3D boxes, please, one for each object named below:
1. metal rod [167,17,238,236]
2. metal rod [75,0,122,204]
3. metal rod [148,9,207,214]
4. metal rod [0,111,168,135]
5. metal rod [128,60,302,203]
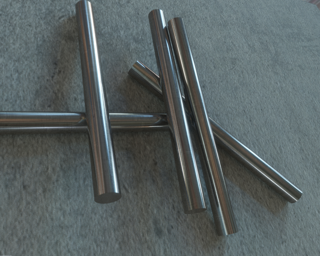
[{"bbox_3d":[0.052,-0.014,0.413,0.025,0.025,0.299,-3,72,-30],"label":"metal rod"},{"bbox_3d":[-0.079,-0.055,0.370,0.025,0.025,0.299,5,52,-26],"label":"metal rod"},{"bbox_3d":[0.017,-0.041,0.405,0.025,0.025,0.299,5,59,-26],"label":"metal rod"},{"bbox_3d":[-0.102,-0.006,0.353,0.303,0.025,0.025,-1,62,-29],"label":"metal rod"},{"bbox_3d":[0.080,0.007,0.444,0.300,0.025,0.025,38,51,-3],"label":"metal rod"}]
